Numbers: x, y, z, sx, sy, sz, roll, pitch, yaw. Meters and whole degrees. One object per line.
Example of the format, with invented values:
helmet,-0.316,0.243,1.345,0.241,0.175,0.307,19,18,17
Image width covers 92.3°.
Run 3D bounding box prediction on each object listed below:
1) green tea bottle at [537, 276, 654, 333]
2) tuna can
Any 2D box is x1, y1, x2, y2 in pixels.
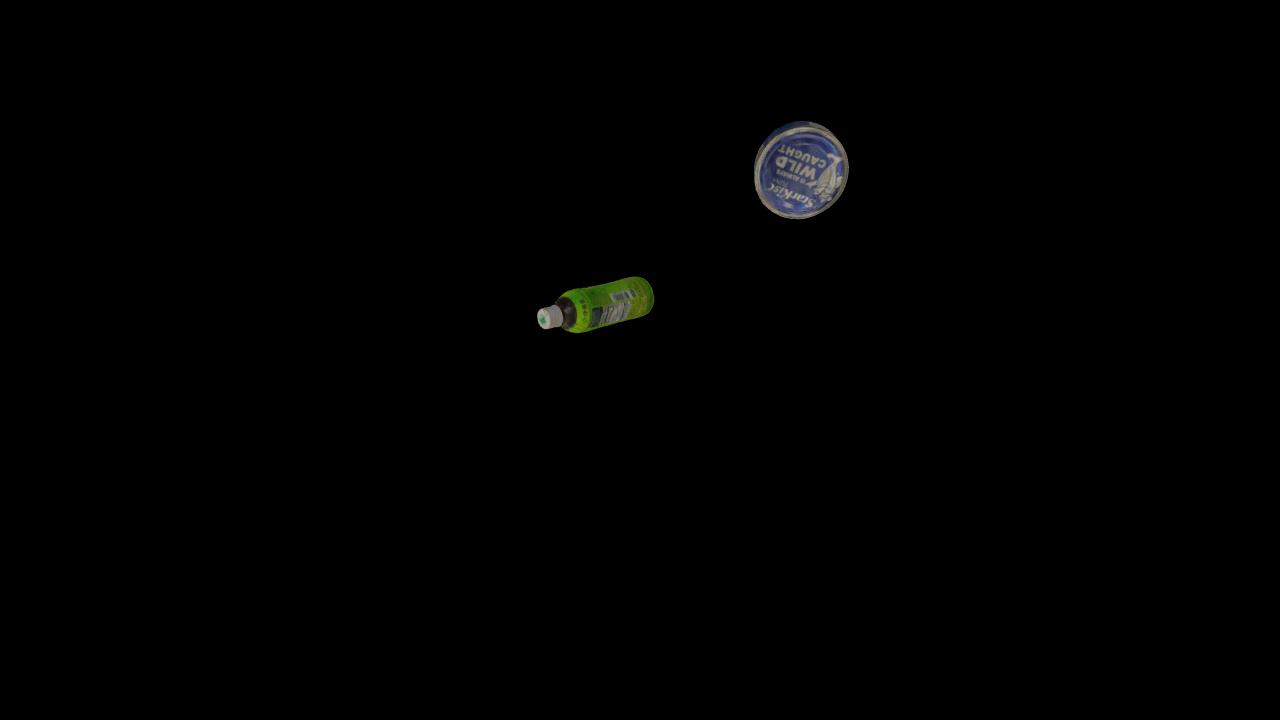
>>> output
green tea bottle,-0.068,-0.084,0.958,0.073,0.073,0.212,0,12,42
tuna can,0.148,-0.177,0.573,0.084,0.084,0.034,0,31,8
